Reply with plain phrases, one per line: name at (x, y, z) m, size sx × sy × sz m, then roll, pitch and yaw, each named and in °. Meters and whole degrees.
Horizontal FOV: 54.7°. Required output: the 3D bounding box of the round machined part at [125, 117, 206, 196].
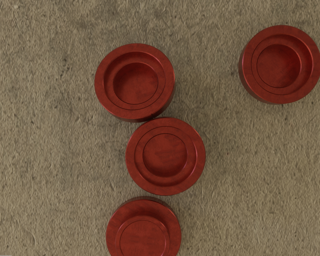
round machined part at (0.007, 0.034, 0.398) m, size 0.099 × 0.042 × 0.097 m, roll 0°, pitch 95°, yaw -2°

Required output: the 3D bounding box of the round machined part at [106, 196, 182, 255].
round machined part at (-0.021, 0.141, 0.401) m, size 0.099 × 0.042 × 0.097 m, roll 0°, pitch 90°, yaw 0°

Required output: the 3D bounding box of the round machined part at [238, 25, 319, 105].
round machined part at (0.151, -0.079, 0.402) m, size 0.099 × 0.042 × 0.097 m, roll 0°, pitch 90°, yaw 0°

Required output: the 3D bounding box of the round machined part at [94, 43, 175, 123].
round machined part at (-0.029, -0.054, 0.394) m, size 0.099 × 0.042 × 0.098 m, roll -1°, pitch 77°, yaw 5°
